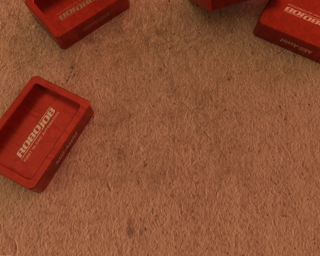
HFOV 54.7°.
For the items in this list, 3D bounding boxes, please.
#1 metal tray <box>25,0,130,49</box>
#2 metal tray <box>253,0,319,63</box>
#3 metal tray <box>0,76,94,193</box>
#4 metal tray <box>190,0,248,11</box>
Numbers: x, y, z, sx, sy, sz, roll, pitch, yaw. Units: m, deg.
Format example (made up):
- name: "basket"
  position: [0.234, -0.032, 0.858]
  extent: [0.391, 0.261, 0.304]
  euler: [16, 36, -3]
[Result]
- name: "metal tray"
  position: [-0.124, -0.191, 0.474]
  extent: [0.130, 0.030, 0.090]
  euler: [-38, 75, -13]
- name: "metal tray"
  position: [0.219, -0.156, 0.464]
  extent: [0.130, 0.030, 0.090]
  euler: [27, 72, 9]
- name: "metal tray"
  position: [-0.159, 0.006, 0.401]
  extent: [0.090, 0.030, 0.130]
  euler: [26, 72, 9]
- name: "metal tray"
  position: [0.113, -0.217, 0.461]
  extent: [0.131, 0.030, 0.090]
  euler: [-19, 38, -7]
